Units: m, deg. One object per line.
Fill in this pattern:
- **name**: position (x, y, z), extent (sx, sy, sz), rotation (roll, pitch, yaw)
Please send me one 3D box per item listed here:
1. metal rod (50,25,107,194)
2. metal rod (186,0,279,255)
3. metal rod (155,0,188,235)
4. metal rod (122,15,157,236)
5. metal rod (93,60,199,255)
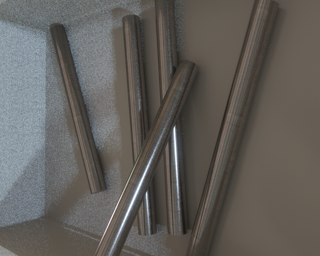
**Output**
- **metal rod**: position (-0.139, -0.039, 0.518), extent (0.025, 0.025, 0.299), rotation (-28, 73, 36)
- **metal rod**: position (0.076, 0.015, 0.343), extent (0.025, 0.025, 0.298), rotation (21, 103, 37)
- **metal rod**: position (0.014, -0.019, 0.393), extent (0.025, 0.025, 0.298), rotation (-5, 87, 39)
- **metal rod**: position (-0.029, -0.007, 0.428), extent (0.025, 0.025, 0.298), rotation (-8, 85, 39)
- **metal rod**: position (-0.023, 0.057, 0.343), extent (0.025, 0.025, 0.299), rotation (13, 73, 39)
